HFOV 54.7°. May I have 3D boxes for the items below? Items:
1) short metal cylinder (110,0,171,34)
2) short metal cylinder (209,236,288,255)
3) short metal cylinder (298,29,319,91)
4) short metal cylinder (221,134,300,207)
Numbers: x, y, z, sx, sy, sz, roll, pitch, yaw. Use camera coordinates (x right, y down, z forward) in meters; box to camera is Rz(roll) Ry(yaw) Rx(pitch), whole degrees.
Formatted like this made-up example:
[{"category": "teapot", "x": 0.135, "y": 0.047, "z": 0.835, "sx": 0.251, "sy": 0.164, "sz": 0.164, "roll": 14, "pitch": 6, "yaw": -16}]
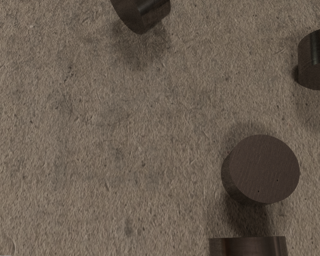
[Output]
[{"category": "short metal cylinder", "x": -0.030, "y": -0.184, "z": 0.446, "sx": 0.050, "sy": 0.080, "sz": 0.080, "roll": -40, "pitch": 75, "yaw": -13}, {"category": "short metal cylinder", "x": 0.094, "y": 0.142, "z": 0.328, "sx": 0.081, "sy": 0.080, "sz": 0.050, "roll": -1, "pitch": 70, "yaw": -1}, {"category": "short metal cylinder", "x": 0.229, "y": -0.091, "z": 0.415, "sx": 0.080, "sy": 0.080, "sz": 0.050, "roll": 7, "pitch": 70, "yaw": 2}, {"category": "short metal cylinder", "x": 0.119, "y": 0.053, "z": 0.377, "sx": 0.081, "sy": 0.050, "sz": 0.080, "roll": 0, "pitch": 70, "yaw": 0}]
